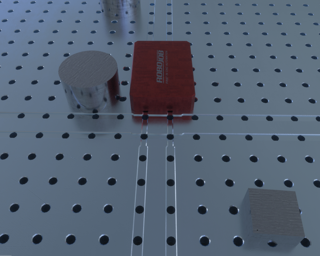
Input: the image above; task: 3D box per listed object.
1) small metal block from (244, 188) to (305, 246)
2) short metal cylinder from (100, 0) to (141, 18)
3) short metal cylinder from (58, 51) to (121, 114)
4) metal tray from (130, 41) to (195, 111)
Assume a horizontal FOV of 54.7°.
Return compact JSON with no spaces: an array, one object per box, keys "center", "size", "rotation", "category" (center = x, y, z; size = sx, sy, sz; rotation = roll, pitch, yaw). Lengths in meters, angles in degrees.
[{"center":[0.119,0.094,0.329],"size":[0.050,0.025,0.050],"rotation":[4,50,3],"category":"small metal block"},{"center":[-0.079,-0.260,0.609],"size":[0.081,0.050,0.080],"rotation":[0,50,0],"category":"short metal cylinder"},{"center":[-0.099,-0.067,0.447],"size":[0.081,0.050,0.080],"rotation":[0,50,0],"category":"short metal cylinder"},{"center":[0.004,-0.083,0.474],"size":[0.091,0.030,0.130],"rotation":[0,50,0],"category":"metal tray"}]
